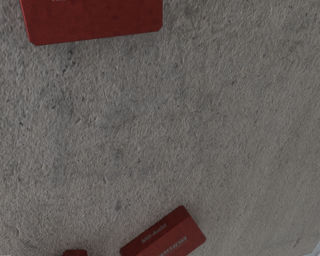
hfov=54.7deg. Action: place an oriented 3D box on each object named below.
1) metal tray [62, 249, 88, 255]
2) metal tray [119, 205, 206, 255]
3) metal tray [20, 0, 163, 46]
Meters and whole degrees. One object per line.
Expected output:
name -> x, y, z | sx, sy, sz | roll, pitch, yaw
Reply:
metal tray -> -0.129, 0.236, 0.403 | 0.030, 0.130, 0.089 | -7, 104, 16
metal tray -> 0.008, 0.201, 0.533 | 0.130, 0.030, 0.090 | -35, 129, -6
metal tray -> -0.063, -0.132, 0.288 | 0.131, 0.030, 0.089 | -14, 124, -21
